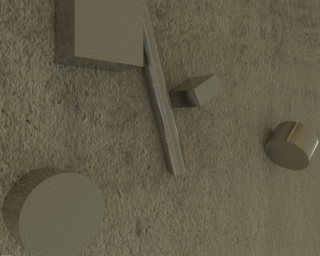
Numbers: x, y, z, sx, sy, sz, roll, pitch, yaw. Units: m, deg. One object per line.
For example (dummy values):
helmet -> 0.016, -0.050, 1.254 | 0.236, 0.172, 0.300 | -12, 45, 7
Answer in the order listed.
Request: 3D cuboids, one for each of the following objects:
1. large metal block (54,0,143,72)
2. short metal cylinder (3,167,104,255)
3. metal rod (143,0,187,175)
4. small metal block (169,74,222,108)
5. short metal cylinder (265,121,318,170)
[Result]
large metal block -> -0.065, -0.108, 0.335 | 0.081, 0.050, 0.079 | 0, 90, -40
short metal cylinder -> -0.103, 0.081, 0.303 | 0.081, 0.050, 0.079 | 0, 90, -40
metal rod -> -0.010, -0.082, 0.398 | 0.025, 0.025, 0.298 | -23, 105, -38
small metal block -> 0.048, -0.051, 0.431 | 0.050, 0.050, 0.025 | -37, 113, -34
short metal cylinder -> 0.245, 0.033, 0.578 | 0.050, 0.080, 0.080 | -50, 120, -28
